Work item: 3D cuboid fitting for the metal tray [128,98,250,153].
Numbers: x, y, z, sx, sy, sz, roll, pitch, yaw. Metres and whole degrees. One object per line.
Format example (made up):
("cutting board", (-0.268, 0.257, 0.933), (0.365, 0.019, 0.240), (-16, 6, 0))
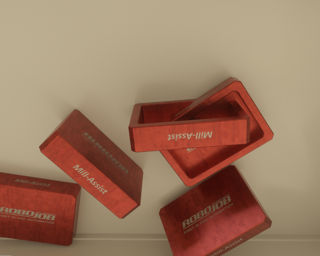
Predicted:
("metal tray", (0.032, -0.007, 0.374), (0.131, 0.090, 0.030), (-4, 111, 1))

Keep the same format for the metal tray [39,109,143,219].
("metal tray", (-0.078, 0.042, 0.391), (0.030, 0.090, 0.130), (-41, 106, 13))

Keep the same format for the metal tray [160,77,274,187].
("metal tray", (0.065, 0.007, 0.400), (0.130, 0.030, 0.090), (-33, 105, 11))

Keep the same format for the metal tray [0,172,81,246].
("metal tray", (-0.187, 0.118, 0.450), (0.131, 0.030, 0.089), (10, 110, -4))

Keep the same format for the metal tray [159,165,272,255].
("metal tray", (0.070, 0.121, 0.420), (0.130, 0.090, 0.030), (-35, 136, 11))
